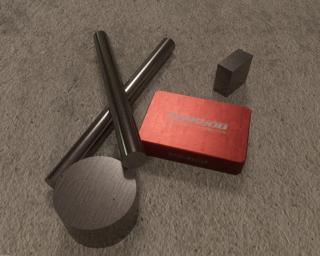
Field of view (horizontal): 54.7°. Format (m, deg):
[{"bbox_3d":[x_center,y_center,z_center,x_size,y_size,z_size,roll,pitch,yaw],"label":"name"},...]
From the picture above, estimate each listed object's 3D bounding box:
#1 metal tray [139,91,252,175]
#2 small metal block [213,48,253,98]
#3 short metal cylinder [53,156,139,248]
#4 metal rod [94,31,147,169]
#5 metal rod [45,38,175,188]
[{"bbox_3d":[0.045,0.003,0.398,0.131,0.030,0.090,12,51,9],"label":"metal tray"},{"bbox_3d":[0.107,-0.081,0.456,0.025,0.050,0.050,37,59,26],"label":"small metal block"},{"bbox_3d":[-0.064,0.076,0.322,0.081,0.050,0.080,0,50,0],"label":"short metal cylinder"},{"bbox_3d":[-0.064,-0.062,0.424,0.025,0.025,0.300,-11,42,-10],"label":"metal rod"},{"bbox_3d":[-0.052,-0.038,0.434,0.025,0.025,0.301,21,53,16],"label":"metal rod"}]
